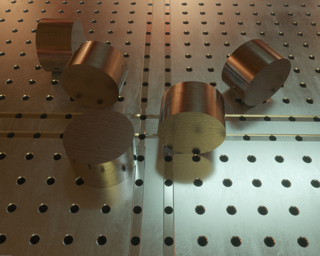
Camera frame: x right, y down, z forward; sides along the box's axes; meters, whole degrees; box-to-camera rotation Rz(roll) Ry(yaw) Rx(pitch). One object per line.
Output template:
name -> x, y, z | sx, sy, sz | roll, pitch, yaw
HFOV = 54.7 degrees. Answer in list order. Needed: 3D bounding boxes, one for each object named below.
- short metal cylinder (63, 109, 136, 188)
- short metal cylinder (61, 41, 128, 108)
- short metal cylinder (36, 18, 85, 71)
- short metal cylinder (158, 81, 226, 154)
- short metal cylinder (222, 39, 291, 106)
short metal cylinder -> -0.070, 0.024, 0.371 | 0.081, 0.050, 0.080 | 0, 50, 0
short metal cylinder -> -0.090, -0.073, 0.432 | 0.080, 0.080, 0.050 | 8, 51, 6
short metal cylinder -> -0.150, -0.127, 0.476 | 0.050, 0.080, 0.080 | 1, 50, 1
short metal cylinder -> 0.039, -0.011, 0.382 | 0.080, 0.080, 0.050 | 4, 50, 3
short metal cylinder -> 0.136, -0.078, 0.439 | 0.081, 0.080, 0.050 | -23, 54, -19
